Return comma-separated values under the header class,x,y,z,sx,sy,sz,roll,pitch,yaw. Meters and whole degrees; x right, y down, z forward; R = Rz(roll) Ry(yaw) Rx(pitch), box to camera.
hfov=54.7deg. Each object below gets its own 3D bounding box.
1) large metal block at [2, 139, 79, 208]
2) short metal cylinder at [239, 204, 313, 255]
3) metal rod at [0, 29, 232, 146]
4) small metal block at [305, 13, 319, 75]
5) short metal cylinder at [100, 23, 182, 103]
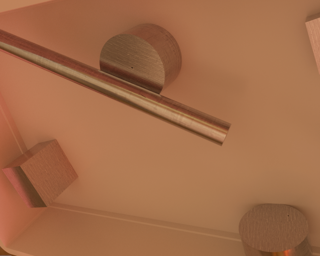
class,x,y,z,sx,sy,sz,roll,pitch,yaw
large metal block,-0.199,0.076,0.522,0.050,0.080,0.080,-12,113,33
short metal cylinder,0.143,0.140,0.384,0.080,0.080,0.050,-5,116,30
metal rod,-0.067,-0.052,0.345,0.301,0.025,0.025,24,127,13
small metal block,0.162,-0.081,0.273,0.050,0.025,0.050,-13,112,33
short metal cylinder,-0.021,-0.074,0.357,0.080,0.050,0.079,13,124,20
